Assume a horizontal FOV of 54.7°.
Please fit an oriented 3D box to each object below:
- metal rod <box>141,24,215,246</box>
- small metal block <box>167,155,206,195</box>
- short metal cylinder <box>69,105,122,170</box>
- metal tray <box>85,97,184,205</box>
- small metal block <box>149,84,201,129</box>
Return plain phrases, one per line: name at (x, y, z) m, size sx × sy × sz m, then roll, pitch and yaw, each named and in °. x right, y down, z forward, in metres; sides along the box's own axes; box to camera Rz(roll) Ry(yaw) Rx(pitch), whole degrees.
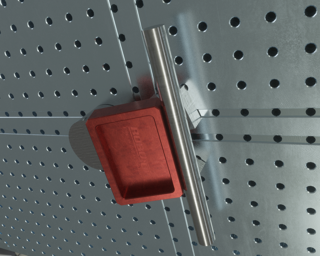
metal rod at (0.029, 0.027, 0.379) m, size 0.025 × 0.025 × 0.298 m, roll -1°, pitch 118°, yaw 28°
small metal block at (0.027, 0.057, 0.430) m, size 0.050 × 0.025 × 0.050 m, roll 34°, pitch 129°, yaw 5°
short metal cylinder at (-0.082, 0.013, 0.443) m, size 0.080 × 0.050 × 0.079 m, roll 13°, pitch 124°, yaw 20°
metal tray at (-0.027, 0.033, 0.390) m, size 0.090 × 0.030 × 0.129 m, roll -11°, pitch 115°, yaw 11°
small metal block at (0.016, -0.021, 0.389) m, size 0.050 × 0.025 × 0.050 m, roll -16°, pitch 110°, yaw 34°
